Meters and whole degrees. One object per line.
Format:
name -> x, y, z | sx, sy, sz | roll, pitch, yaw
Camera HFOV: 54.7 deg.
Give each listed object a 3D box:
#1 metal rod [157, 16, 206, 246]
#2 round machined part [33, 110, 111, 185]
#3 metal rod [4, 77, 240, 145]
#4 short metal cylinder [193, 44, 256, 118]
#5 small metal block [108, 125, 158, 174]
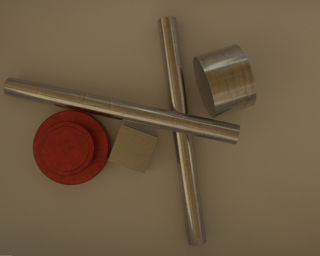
metal rod -> 0.029, 0.004, 0.411 | 0.025, 0.025, 0.298 | -8, 90, 0
round machined part -> -0.116, 0.025, 0.401 | 0.099, 0.042, 0.097 | 0, 90, -1
metal rod -> -0.052, -0.023, 0.393 | 0.302, 0.025, 0.025 | 12, 90, 6
short metal cylinder -> 0.078, -0.057, 0.385 | 0.050, 0.080, 0.080 | -18, 90, 0
small metal block -> -0.035, 0.027, 0.411 | 0.050, 0.025, 0.050 | 20, 90, -1
